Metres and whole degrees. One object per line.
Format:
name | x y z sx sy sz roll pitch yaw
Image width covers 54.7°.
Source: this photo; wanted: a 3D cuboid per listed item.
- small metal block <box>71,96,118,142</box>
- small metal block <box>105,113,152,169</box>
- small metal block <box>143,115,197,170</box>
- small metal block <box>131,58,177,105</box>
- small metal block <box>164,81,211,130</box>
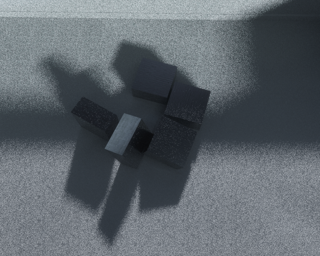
small metal block | -0.080 -0.009 0.399 0.050 0.050 0.025 29 73 10
small metal block | -0.037 0.017 0.387 0.025 0.050 0.050 18 70 24
small metal block | 0.013 0.019 0.396 0.050 0.025 0.050 26 71 -9
small metal block | -0.007 -0.065 0.433 0.050 0.025 0.050 16 71 5
small metal block | 0.037 -0.030 0.421 0.050 0.025 0.050 16 71 5
